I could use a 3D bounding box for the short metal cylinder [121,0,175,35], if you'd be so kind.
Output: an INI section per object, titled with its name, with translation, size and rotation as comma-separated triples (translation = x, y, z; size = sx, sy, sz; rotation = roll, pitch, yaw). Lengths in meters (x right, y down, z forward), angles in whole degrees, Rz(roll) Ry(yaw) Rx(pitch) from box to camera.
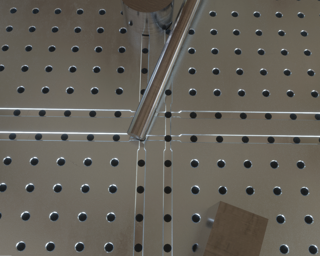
[short metal cylinder]
translation = -0.018, -0.190, 0.468
size = 0.081, 0.050, 0.080
rotation = 0, 70, 0

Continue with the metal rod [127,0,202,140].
[metal rod]
translation = 0.022, -0.124, 0.443
size = 0.025, 0.025, 0.299
rotation = 20, 76, 7

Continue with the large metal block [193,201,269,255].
[large metal block]
translation = 0.070, 0.131, 0.336
size = 0.050, 0.080, 0.080
rotation = 20, 71, 7
